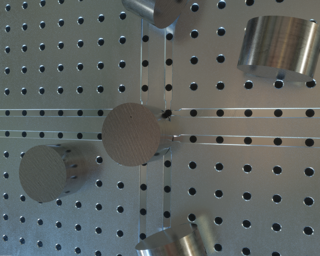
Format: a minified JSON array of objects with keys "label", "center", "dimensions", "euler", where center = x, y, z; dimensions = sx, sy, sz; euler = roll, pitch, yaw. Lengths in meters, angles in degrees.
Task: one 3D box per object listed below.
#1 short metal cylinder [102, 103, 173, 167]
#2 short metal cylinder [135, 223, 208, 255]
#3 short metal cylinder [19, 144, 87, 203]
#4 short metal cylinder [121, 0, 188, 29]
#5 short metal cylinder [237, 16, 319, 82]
[{"label":"short metal cylinder","center":[-0.029,0.008,0.409],"dimensions":[0.080,0.050,0.079],"euler":[0,90,19]},{"label":"short metal cylinder","center":[0.016,0.156,0.377],"dimensions":[0.080,0.080,0.050],"euler":[-21,83,18]},{"label":"short metal cylinder","center":[-0.155,0.063,0.452],"dimensions":[0.080,0.050,0.079],"euler":[0,90,19]},{"label":"short metal cylinder","center":[-0.003,-0.172,0.384],"dimensions":[0.050,0.080,0.080],"euler":[35,101,16]},{"label":"short metal cylinder","center":[0.130,-0.084,0.338],"dimensions":[0.080,0.080,0.050],"euler":[14,95,19]}]
